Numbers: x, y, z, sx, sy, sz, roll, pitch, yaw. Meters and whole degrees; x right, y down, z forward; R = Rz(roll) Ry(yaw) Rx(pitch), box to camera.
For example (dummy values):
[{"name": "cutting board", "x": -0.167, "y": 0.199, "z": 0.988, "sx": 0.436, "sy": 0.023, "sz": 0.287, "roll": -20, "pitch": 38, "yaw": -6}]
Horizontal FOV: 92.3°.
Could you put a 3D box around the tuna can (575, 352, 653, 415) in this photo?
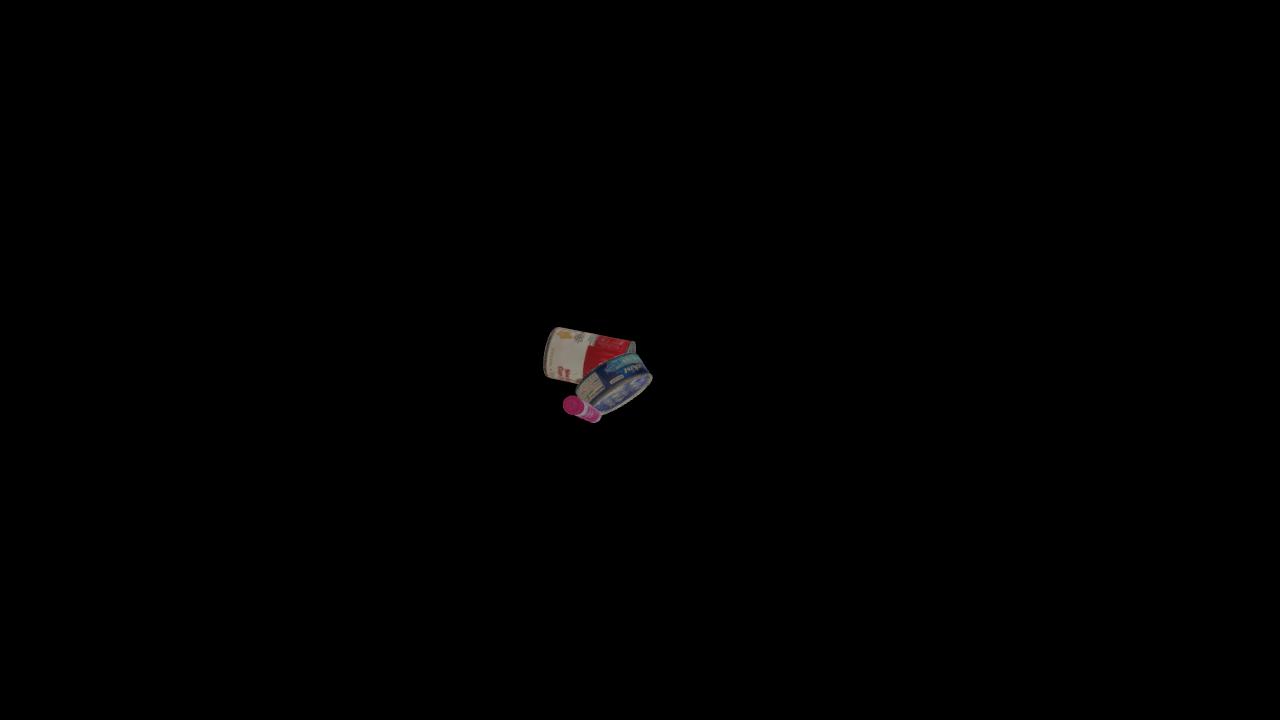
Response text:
[{"name": "tuna can", "x": -0.029, "y": 0.027, "z": 0.686, "sx": 0.084, "sy": 0.034, "sz": 0.084, "roll": -30, "pitch": -16, "yaw": -9}]

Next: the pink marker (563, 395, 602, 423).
[{"name": "pink marker", "x": -0.059, "y": 0.052, "z": 0.647, "sx": 0.020, "sy": 0.020, "sz": 0.121, "roll": 0, "pitch": -10, "yaw": 7}]

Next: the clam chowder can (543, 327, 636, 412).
[{"name": "clam chowder can", "x": -0.062, "y": -0.001, "z": 0.768, "sx": 0.102, "sy": 0.068, "sz": 0.068, "roll": 12, "pitch": 2, "yaw": 9}]
